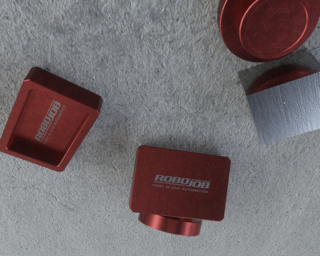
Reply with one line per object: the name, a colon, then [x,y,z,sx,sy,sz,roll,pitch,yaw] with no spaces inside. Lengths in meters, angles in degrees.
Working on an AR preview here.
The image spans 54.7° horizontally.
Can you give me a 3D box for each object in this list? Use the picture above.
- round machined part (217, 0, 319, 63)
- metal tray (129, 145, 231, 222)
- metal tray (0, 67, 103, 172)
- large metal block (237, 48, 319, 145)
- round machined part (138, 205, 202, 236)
round machined part: [0.109,-0.108,0.306,0.099,0.042,0.097,-1,130,0]
metal tray: [0.028,0.077,0.434,0.131,0.030,0.089,9,85,-8]
metal tray: [-0.142,-0.005,0.397,0.090,0.030,0.129,25,126,-21]
large metal block: [0.145,-0.035,0.364,0.080,0.050,0.080,-18,128,14]
round machined part: [0.018,0.133,0.487,0.099,0.042,0.098,13,174,2]
